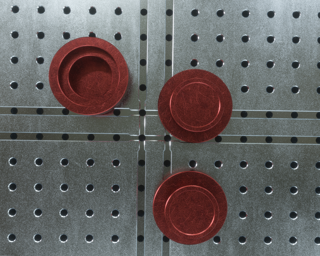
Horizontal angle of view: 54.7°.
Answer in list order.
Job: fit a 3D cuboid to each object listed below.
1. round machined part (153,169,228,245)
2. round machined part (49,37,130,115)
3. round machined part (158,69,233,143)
[{"bbox_3d":[0.040,0.105,0.406,0.099,0.042,0.097,0,90,-1],"label":"round machined part"},{"bbox_3d":[-0.089,-0.065,0.404,0.099,0.042,0.097,0,90,-1],"label":"round machined part"},{"bbox_3d":[0.046,-0.029,0.406,0.099,0.042,0.097,0,90,-1],"label":"round machined part"}]
